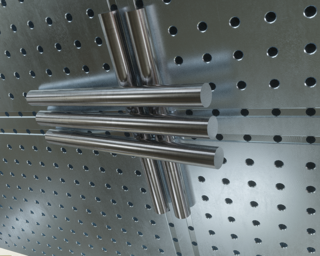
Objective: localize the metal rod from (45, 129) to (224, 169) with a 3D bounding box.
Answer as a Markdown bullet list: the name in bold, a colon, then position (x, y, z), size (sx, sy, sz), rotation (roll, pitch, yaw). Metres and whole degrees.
- **metal rod**: position (-0.057, 0.023, 0.427), size (0.300, 0.025, 0.025), rotation (5, 121, 35)

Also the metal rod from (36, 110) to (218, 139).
- **metal rod**: position (-0.067, -0.008, 0.413), size (0.300, 0.025, 0.025), rotation (4, 121, 35)

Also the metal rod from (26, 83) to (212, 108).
- **metal rod**: position (-0.076, -0.040, 0.398), size (0.300, 0.025, 0.025), rotation (3, 120, 35)

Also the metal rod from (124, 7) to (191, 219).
- **metal rod**: position (0.003, -0.001, 0.408), size (0.025, 0.025, 0.298), rotation (1, 119, 27)

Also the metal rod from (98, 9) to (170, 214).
- **metal rod**: position (-0.028, -0.004, 0.422), size (0.025, 0.025, 0.298), rotation (1, 119, 27)
